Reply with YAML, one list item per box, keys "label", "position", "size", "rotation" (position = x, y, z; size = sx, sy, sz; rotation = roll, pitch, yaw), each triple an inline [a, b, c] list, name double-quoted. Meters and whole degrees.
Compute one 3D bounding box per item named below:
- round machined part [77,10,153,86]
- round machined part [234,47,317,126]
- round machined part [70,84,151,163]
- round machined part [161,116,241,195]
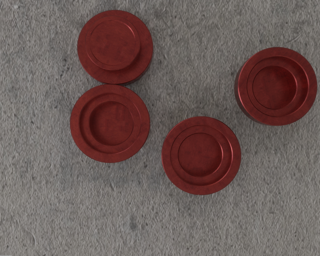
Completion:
- label: "round machined part"
  position: [-0.058, -0.105, 0.401]
  size: [0.099, 0.042, 0.097]
  rotation: [0, 90, 0]
- label: "round machined part"
  position: [0.145, -0.052, 0.402]
  size: [0.099, 0.042, 0.097]
  rotation: [0, 90, 0]
- label: "round machined part"
  position: [-0.061, -0.006, 0.401]
  size: [0.099, 0.042, 0.097]
  rotation: [0, 90, 0]
- label: "round machined part"
  position: [0.051, 0.034, 0.402]
  size: [0.099, 0.042, 0.097]
  rotation: [0, 90, 0]
